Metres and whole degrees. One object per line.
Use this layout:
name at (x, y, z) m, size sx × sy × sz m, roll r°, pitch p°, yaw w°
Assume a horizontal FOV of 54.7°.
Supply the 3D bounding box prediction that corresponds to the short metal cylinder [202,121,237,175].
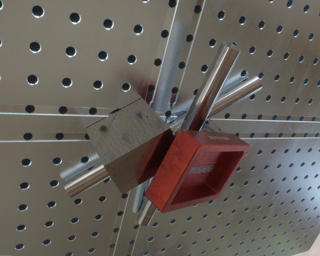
short metal cylinder at (0.066, 0.034, 0.453) m, size 0.081 × 0.050 × 0.079 m, roll -14°, pitch 125°, yaw -21°

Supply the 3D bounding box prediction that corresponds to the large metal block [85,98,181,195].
large metal block at (-0.033, 0.019, 0.370) m, size 0.080 × 0.080 × 0.050 m, roll -30°, pitch 129°, yaw -10°

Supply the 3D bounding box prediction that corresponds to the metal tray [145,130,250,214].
metal tray at (0.050, 0.050, 0.377) m, size 0.131 × 0.030 × 0.089 m, roll 5°, pitch 118°, yaw -52°

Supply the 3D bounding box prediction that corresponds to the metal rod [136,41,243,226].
metal rod at (0.027, 0.028, 0.415) m, size 0.025 × 0.025 × 0.298 m, roll 4°, pitch 126°, yaw -31°

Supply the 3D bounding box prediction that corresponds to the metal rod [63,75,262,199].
metal rod at (0.011, 0.007, 0.424) m, size 0.301 × 0.025 × 0.025 m, roll -30°, pitch 129°, yaw -10°
